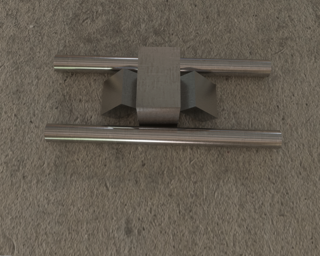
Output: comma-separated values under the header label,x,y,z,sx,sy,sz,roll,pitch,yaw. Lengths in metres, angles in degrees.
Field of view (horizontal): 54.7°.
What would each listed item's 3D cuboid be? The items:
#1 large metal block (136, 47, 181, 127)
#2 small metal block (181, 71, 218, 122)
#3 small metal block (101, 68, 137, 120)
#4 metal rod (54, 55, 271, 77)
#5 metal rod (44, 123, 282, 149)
label,x,y,z,sx,sy,sz,roll,pitch,yaw
large metal block,-0.002,-0.048,0.400,0.050,0.080,0.080,1,70,0
small metal block,0.051,-0.040,0.410,0.025,0.050,0.050,-17,64,39
small metal block,-0.053,-0.044,0.410,0.025,0.050,0.050,16,65,-37
metal rod,0.004,-0.088,0.442,0.302,0.025,0.025,1,70,0
metal rod,0.004,0.011,0.405,0.302,0.025,0.025,2,70,0
